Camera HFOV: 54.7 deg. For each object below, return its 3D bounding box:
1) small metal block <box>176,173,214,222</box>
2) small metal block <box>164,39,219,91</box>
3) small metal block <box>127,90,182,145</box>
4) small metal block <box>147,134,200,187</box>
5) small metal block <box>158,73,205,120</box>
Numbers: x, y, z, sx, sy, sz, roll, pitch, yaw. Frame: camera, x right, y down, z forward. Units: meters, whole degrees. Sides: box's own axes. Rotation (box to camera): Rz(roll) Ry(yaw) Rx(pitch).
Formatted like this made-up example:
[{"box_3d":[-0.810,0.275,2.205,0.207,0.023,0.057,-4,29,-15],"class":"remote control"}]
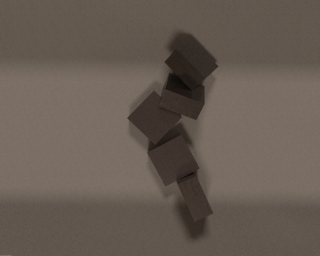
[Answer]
[{"box_3d":[0.043,0.086,0.400,0.025,0.050,0.050,-25,90,0],"class":"small metal block"},{"box_3d":[0.042,-0.082,0.397,0.050,0.050,0.025,46,130,0],"class":"small metal block"},{"box_3d":[-0.007,-0.014,0.411,0.050,0.025,0.050,44,90,-1],"class":"small metal block"},{"box_3d":[0.017,0.042,0.412,0.050,0.025,0.050,-28,90,-1],"class":"small metal block"},{"box_3d":[0.029,-0.041,0.395,0.050,0.050,0.025,20,123,-5],"class":"small metal block"}]
